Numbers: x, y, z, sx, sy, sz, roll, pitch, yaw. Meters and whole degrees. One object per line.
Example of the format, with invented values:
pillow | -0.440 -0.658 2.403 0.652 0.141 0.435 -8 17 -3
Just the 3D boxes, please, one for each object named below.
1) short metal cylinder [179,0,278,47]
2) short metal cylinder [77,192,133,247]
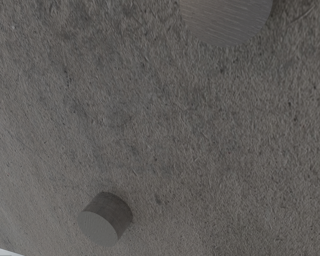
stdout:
short metal cylinder | 0.064 -0.120 0.282 0.080 0.050 0.079 13 124 21
short metal cylinder | -0.095 0.159 0.539 0.080 0.050 0.079 13 124 21
